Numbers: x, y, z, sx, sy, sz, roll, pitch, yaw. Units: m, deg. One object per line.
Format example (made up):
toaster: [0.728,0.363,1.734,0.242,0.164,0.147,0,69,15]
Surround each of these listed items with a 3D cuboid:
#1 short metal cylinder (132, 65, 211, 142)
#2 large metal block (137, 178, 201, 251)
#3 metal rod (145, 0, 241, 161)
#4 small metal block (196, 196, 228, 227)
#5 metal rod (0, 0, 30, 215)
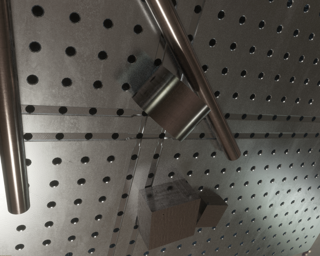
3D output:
short metal cylinder: [0.013,-0.029,0.367,0.050,0.080,0.080,-48,129,5]
large metal block: [0.011,0.134,0.486,0.081,0.050,0.079,-10,123,-24]
metal rod: [0.055,-0.052,0.410,0.025,0.025,0.300,-37,130,-4]
small metal block: [0.086,0.149,0.553,0.050,0.025,0.050,10,113,-33]
metal rod: [-0.153,-0.033,0.307,0.025,0.025,0.298,-7,122,-26]
